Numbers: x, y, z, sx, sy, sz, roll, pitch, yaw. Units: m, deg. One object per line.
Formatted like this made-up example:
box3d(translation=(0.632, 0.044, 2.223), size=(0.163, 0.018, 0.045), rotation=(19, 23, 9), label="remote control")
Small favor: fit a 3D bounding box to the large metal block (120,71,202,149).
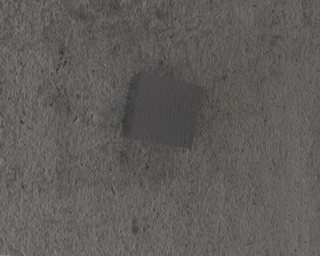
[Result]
box3d(translation=(0.001, -0.020, 0.396), size=(0.081, 0.050, 0.080), rotation=(11, 86, -20), label="large metal block")
